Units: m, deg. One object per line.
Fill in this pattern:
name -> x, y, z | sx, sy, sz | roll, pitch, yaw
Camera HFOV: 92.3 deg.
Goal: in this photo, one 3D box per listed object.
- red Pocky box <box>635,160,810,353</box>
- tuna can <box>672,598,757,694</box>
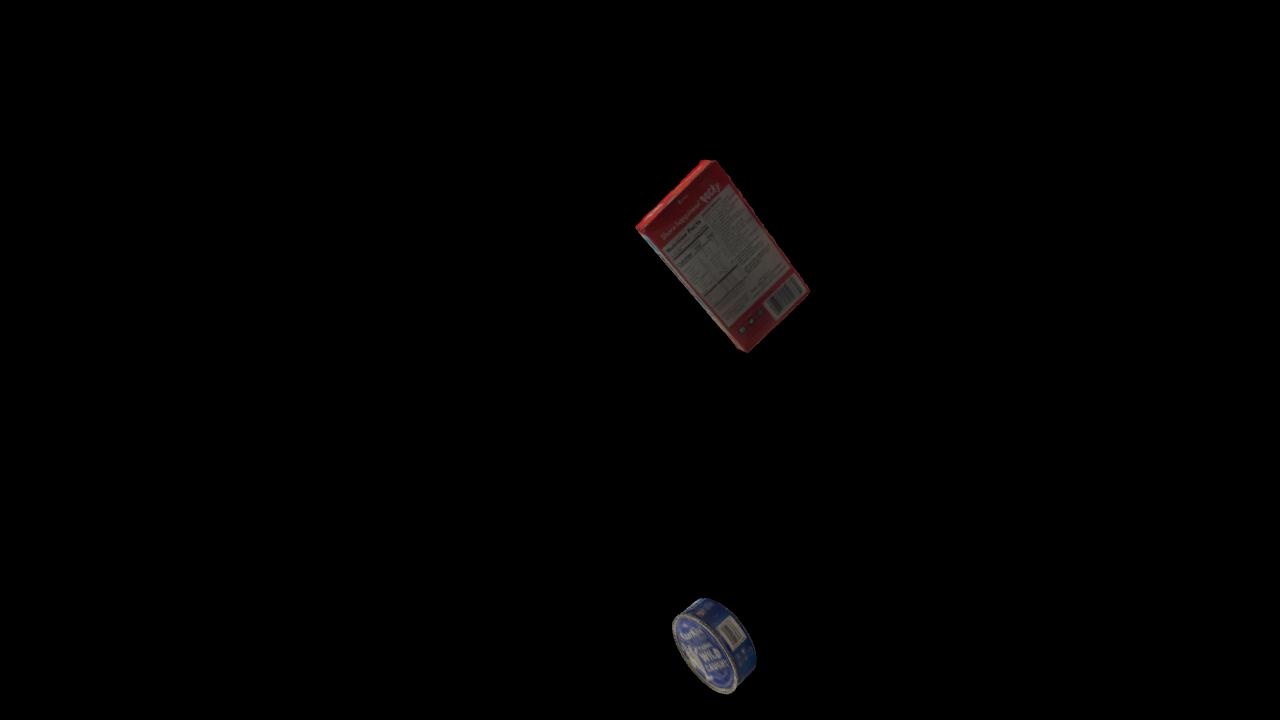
red Pocky box -> 0.074, -0.086, 0.527 | 0.155, 0.083, 0.028 | 46, 1, -27
tuna can -> 0.072, 0.277, 0.600 | 0.034, 0.084, 0.084 | -26, 16, -35
